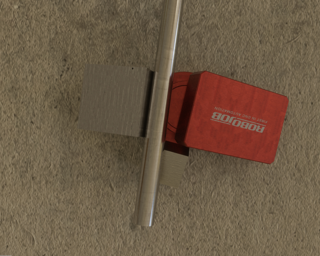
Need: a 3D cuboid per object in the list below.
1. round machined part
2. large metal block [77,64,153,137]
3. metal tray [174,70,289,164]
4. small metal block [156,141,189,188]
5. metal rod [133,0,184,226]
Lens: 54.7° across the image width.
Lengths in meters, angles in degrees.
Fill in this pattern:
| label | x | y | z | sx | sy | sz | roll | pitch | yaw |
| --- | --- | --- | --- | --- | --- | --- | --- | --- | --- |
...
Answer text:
| label | x | y | z | sx | sy | sz | roll | pitch | yaw |
| --- | --- | --- | --- | --- | --- | --- | --- | --- | --- |
| round machined part | 0.031 | -0.025 | 0.403 | 0.099 | 0.042 | 0.097 | 0 | 90 | 0 |
| large metal block | -0.050 | -0.033 | 0.387 | 0.080 | 0.050 | 0.080 | 7 | 90 | 18 |
| metal tray | 0.091 | -0.011 | 0.387 | 0.131 | 0.030 | 0.089 | 13 | 91 | -21 |
| small metal block | 0.007 | 0.045 | 0.401 | 0.050 | 0.025 | 0.050 | 16 | 116 | 0 |
| metal rod | 0.001 | -0.036 | 0.369 | 0.025 | 0.025 | 0.298 | 8 | 88 | 0 |
